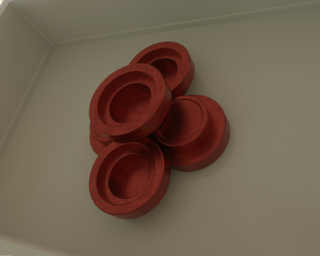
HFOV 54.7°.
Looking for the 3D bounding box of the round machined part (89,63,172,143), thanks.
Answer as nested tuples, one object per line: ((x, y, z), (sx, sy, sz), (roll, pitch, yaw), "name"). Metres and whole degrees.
((-0.031, -0.025, 0.369), (0.098, 0.042, 0.098), (-13, 56, 20), "round machined part")

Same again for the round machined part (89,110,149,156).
((-0.056, -0.003, 0.422), (0.098, 0.042, 0.098), (-13, 56, 20), "round machined part")

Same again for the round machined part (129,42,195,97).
((0.002, -0.069, 0.432), (0.098, 0.042, 0.098), (-13, 56, 20), "round machined part")

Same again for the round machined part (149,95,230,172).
((0.031, 0.000, 0.375), (0.098, 0.042, 0.098), (-13, 56, 20), "round machined part")

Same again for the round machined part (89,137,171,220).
((-0.032, 0.060, 0.371), (0.098, 0.042, 0.098), (-13, 56, 20), "round machined part")
